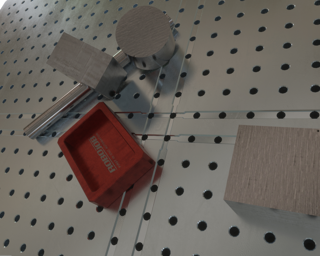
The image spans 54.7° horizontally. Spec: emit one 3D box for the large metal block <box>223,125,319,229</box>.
[{"bbox_3d":[0.116,0.046,0.304,0.080,0.050,0.080,4,63,30],"label":"large metal block"}]

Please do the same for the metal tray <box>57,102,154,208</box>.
[{"bbox_3d":[-0.079,0.032,0.426,0.090,0.030,0.130,-42,51,-1],"label":"metal tray"}]

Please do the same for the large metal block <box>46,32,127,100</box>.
[{"bbox_3d":[-0.104,-0.088,0.459,0.080,0.080,0.050,28,88,9],"label":"large metal block"}]

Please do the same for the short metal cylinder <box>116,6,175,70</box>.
[{"bbox_3d":[-0.020,-0.134,0.467,0.080,0.050,0.080,-2,79,10],"label":"short metal cylinder"}]

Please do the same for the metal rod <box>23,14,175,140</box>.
[{"bbox_3d":[-0.101,-0.084,0.512,0.300,0.025,0.025,-39,51,2],"label":"metal rod"}]
